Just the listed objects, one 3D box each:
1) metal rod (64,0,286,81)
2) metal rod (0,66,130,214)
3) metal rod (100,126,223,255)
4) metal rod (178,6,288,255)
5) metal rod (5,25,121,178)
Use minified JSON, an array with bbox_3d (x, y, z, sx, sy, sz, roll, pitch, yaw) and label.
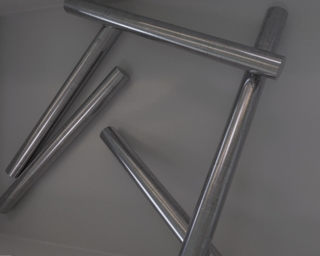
[{"bbox_3d":[-0.003,-0.116,0.371,0.300,0.025,0.025,25,98,26],"label":"metal rod"},{"bbox_3d":[-0.153,0.026,0.464,0.299,0.025,0.025,-45,76,14],"label":"metal rod"},{"bbox_3d":[0.010,0.091,0.346,0.025,0.025,0.300,-55,51,12],"label":"metal rod"},{"bbox_3d":[0.081,-0.001,0.323,0.025,0.025,0.299,18,73,19],"label":"metal rod"},{"bbox_3d":[-0.143,-0.044,0.460,0.025,0.025,0.299,42,103,15],"label":"metal rod"}]
